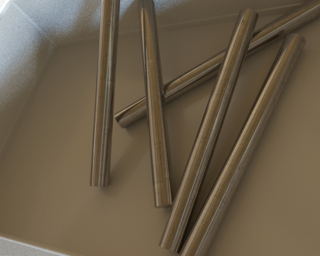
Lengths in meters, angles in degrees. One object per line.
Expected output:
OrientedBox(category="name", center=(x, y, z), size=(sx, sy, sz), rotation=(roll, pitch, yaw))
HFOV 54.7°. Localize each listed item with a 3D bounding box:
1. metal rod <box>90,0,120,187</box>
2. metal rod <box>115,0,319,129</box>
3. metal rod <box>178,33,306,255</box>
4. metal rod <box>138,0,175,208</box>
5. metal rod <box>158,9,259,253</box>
OrientedBox(category="metal rod", center=(-0.072, -0.074, 0.414), size=(0.025, 0.025, 0.298), rotation=(1, 86, 28))
OrientedBox(category="metal rod", center=(0.071, -0.083, 0.418), size=(0.300, 0.025, 0.025), rotation=(-29, 52, 9))
OrientedBox(category="metal rod", center=(0.096, 0.017, 0.344), size=(0.025, 0.025, 0.300), rotation=(19, 71, 35))
OrientedBox(category="metal rod", center=(-0.007, -0.049, 0.407), size=(0.025, 0.025, 0.299), rotation=(-14, 66, 20))
OrientedBox(category="metal rod", center=(0.062, -0.009, 0.360), size=(0.025, 0.025, 0.299), rotation=(12, 73, 33))
